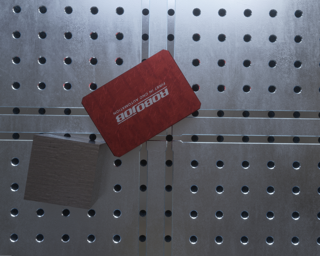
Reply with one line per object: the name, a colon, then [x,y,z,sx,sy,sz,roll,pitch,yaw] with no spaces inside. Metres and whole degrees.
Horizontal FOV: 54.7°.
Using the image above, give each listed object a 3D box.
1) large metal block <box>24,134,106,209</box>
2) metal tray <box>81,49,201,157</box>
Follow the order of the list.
large metal block: [-0.119,0.053,0.400,0.080,0.050,0.080,9,90,0]
metal tray: [-0.024,-0.032,0.411,0.130,0.030,0.090,-31,90,0]
